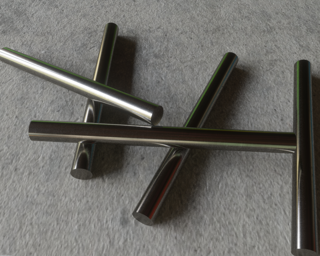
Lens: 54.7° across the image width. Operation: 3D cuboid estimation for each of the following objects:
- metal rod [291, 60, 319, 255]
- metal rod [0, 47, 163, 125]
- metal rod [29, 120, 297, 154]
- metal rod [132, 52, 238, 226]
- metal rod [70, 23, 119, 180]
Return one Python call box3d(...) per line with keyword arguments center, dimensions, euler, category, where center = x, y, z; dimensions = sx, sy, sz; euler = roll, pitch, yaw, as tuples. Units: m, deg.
box3d(center=(0.183, 0.013, 0.394), dimensions=(0.025, 0.025, 0.300), euler=(13, 51, 10), category="metal rod")
box3d(center=(-0.126, -0.066, 0.430), dimensions=(0.300, 0.025, 0.025), euler=(23, 53, 27), category="metal rod")
box3d(center=(0.002, 0.010, 0.360), dimensions=(0.302, 0.025, 0.025), euler=(3, 50, 2), category="metal rod")
box3d(center=(0.048, -0.008, 0.410), dimensions=(0.025, 0.025, 0.301), euler=(21, 53, 16), category="metal rod")
box3d(center=(-0.088, -0.061, 0.453), dimensions=(0.025, 0.025, 0.300), euler=(1, 50, 0), category="metal rod")
